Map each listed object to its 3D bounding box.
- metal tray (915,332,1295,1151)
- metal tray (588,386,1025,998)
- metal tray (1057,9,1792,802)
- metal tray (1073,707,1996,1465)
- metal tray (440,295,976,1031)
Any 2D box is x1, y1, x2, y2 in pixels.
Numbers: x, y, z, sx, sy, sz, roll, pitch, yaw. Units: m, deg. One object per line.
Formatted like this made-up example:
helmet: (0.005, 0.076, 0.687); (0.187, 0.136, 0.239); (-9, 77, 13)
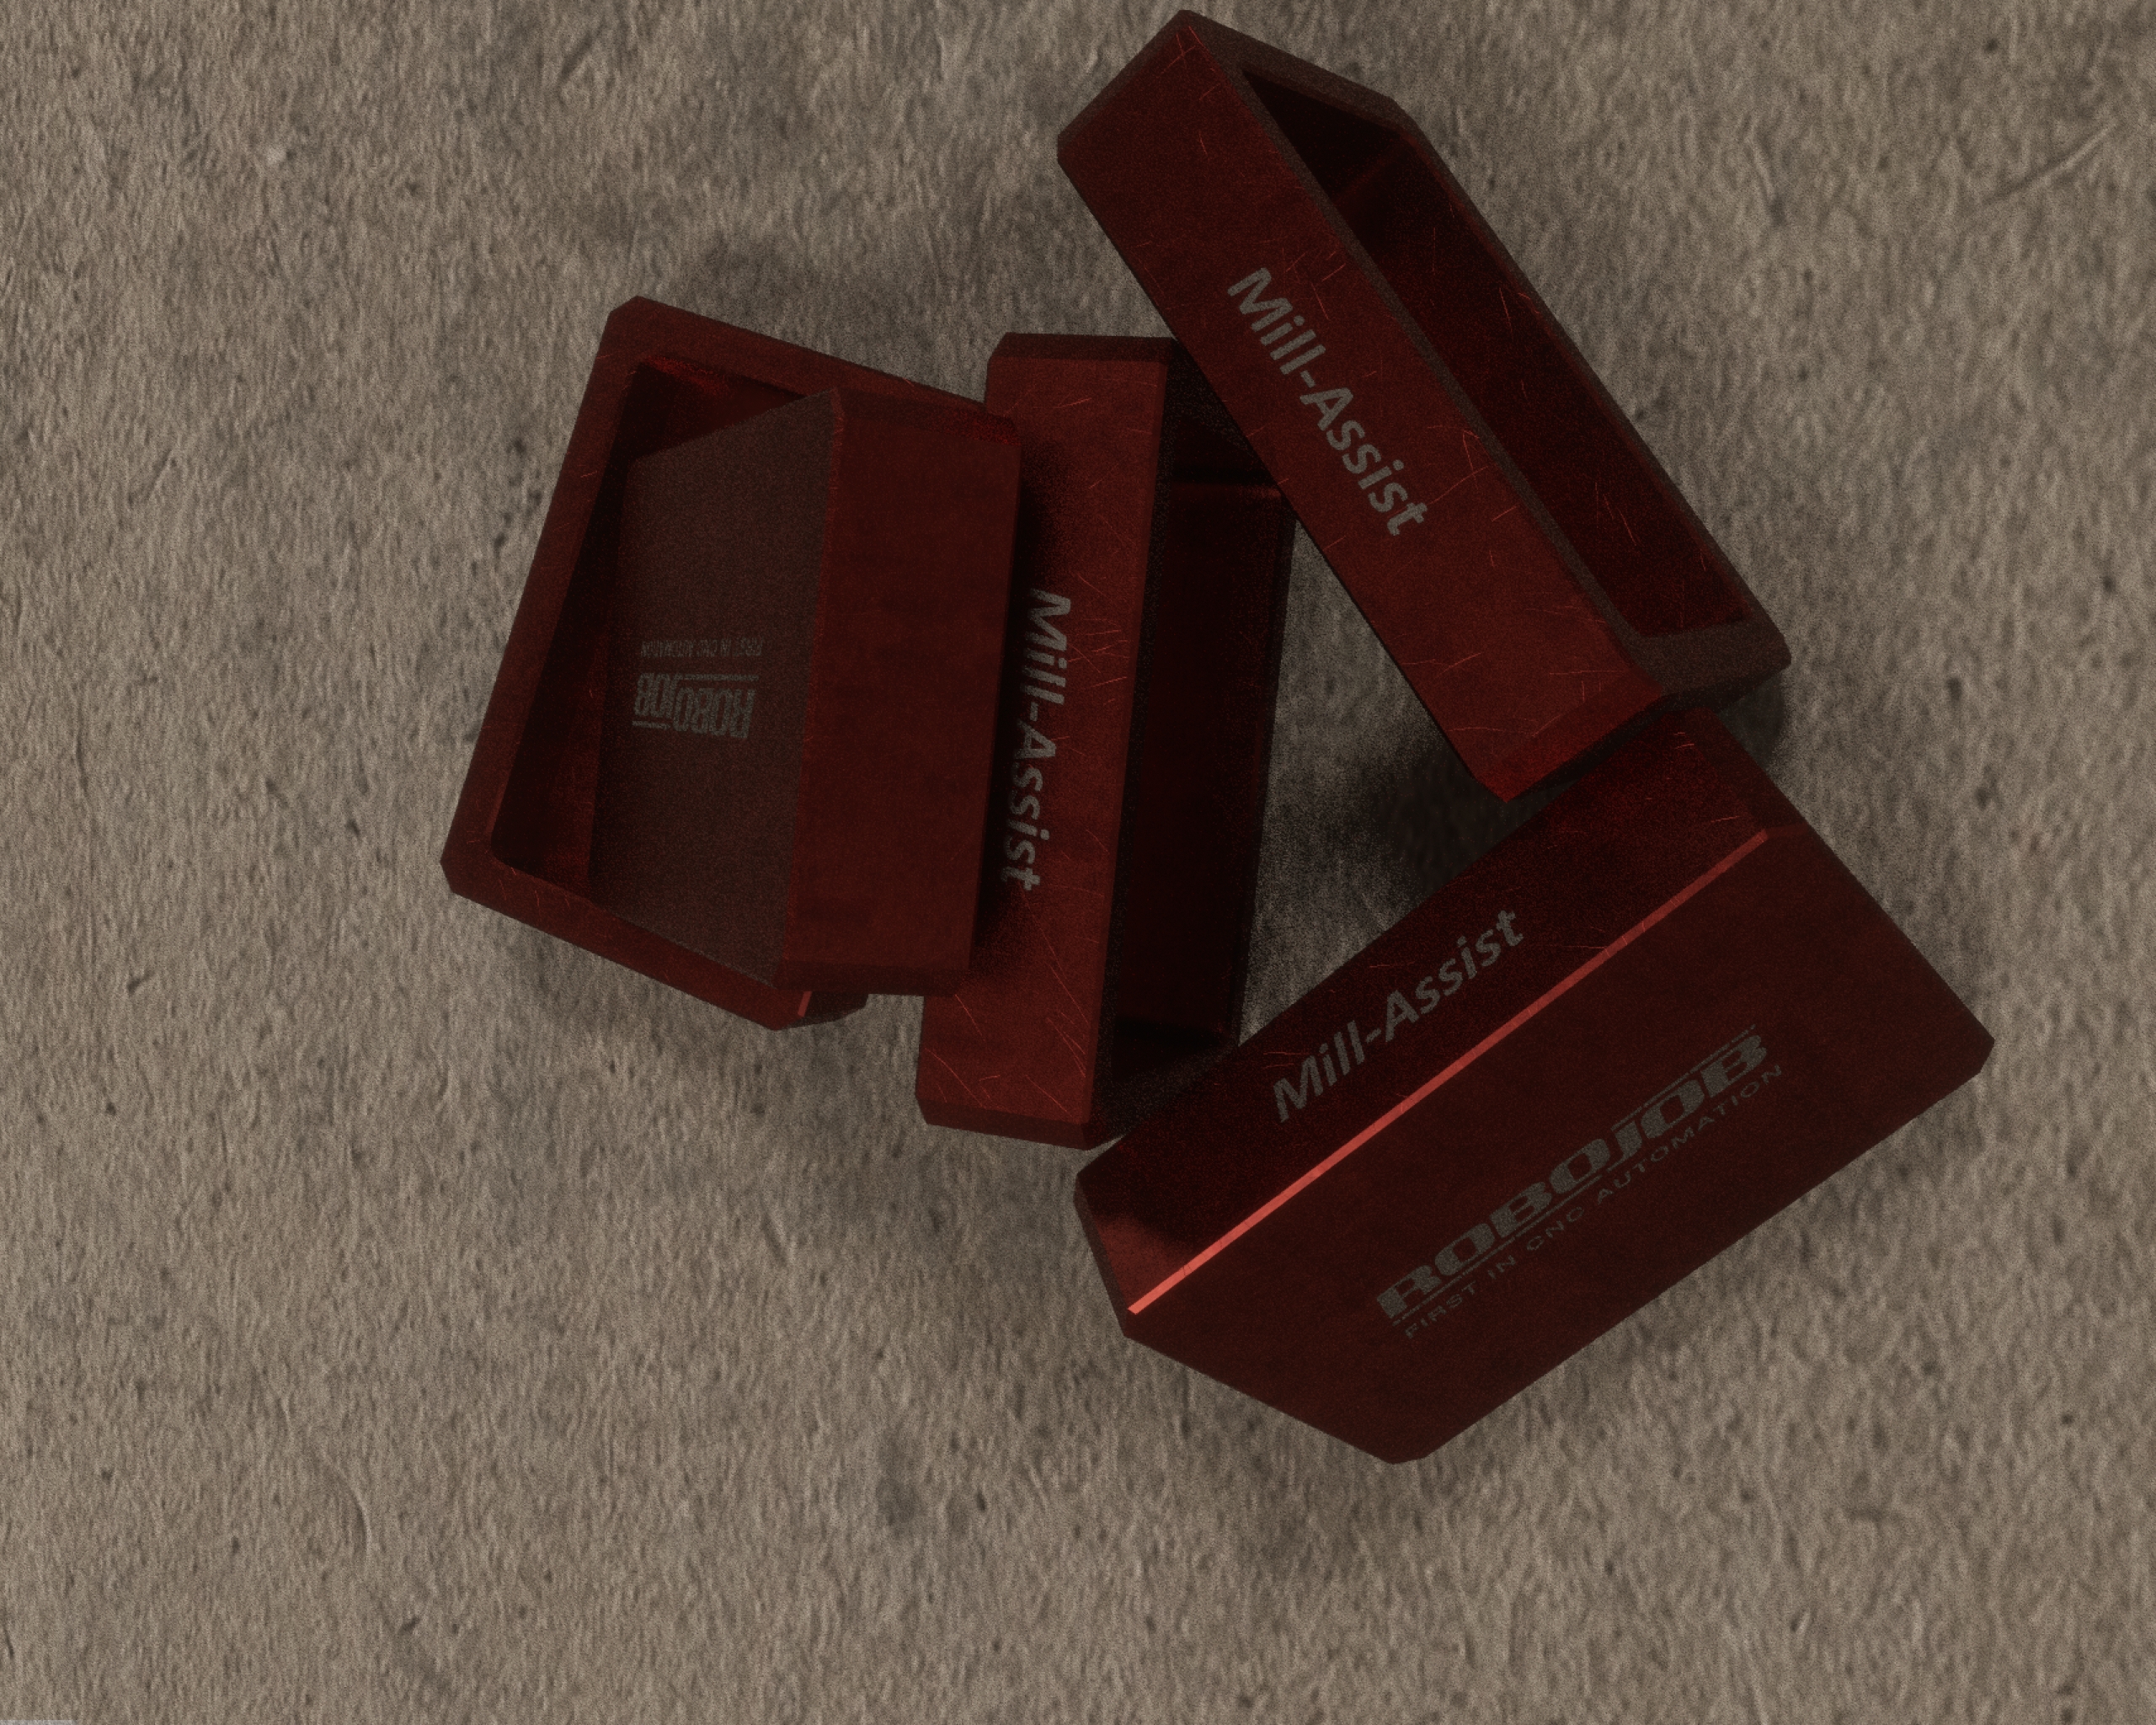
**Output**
metal tray: (0.009, -0.020, 0.372); (0.030, 0.090, 0.129); (7, 93, 20)
metal tray: (-0.053, -0.030, 0.368); (0.130, 0.030, 0.089); (11, 95, 64)
metal tray: (0.061, -0.076, 0.351); (0.030, 0.091, 0.130); (-38, 78, 30)
metal tray: (0.076, 0.043, 0.348); (0.130, 0.090, 0.030); (-40, 43, 15)
metal tray: (-0.070, -0.041, 0.431); (0.090, 0.030, 0.129); (21, 97, 18)
